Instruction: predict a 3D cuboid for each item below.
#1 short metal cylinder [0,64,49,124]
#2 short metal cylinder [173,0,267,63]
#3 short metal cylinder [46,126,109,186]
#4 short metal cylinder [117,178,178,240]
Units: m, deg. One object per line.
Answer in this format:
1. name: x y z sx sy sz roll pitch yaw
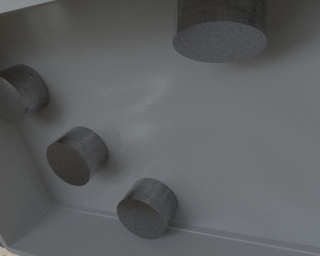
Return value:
1. short metal cylinder: -0.221 -0.052 0.477 0.080 0.050 0.079 13 124 21
2. short metal cylinder: 0.053 -0.097 0.276 0.080 0.080 0.050 -2 78 29
3. short metal cylinder: -0.129 0.044 0.488 0.080 0.050 0.079 13 124 21
4. short metal cylinder: -0.019 0.125 0.480 0.080 0.050 0.079 13 124 21
